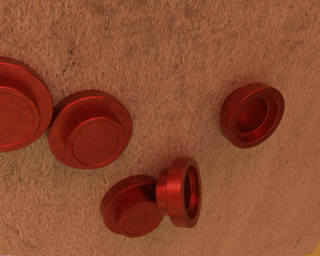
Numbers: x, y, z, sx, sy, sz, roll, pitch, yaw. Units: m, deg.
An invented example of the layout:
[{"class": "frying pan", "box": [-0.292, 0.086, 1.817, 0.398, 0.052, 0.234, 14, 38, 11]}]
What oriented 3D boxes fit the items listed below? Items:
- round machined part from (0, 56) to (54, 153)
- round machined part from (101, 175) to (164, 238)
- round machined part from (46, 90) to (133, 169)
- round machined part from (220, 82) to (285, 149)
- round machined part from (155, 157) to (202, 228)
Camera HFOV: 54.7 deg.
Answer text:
[{"class": "round machined part", "box": [-0.155, -0.016, 0.301, 0.099, 0.042, 0.097, -14, 124, -21]}, {"class": "round machined part", "box": [-0.033, 0.120, 0.452, 0.099, 0.042, 0.097, -14, 124, -21]}, {"class": "round machined part", "box": [-0.077, 0.009, 0.359, 0.099, 0.042, 0.097, -14, 124, -21]}, {"class": "round machined part", "box": [0.128, -0.022, 0.452, 0.099, 0.042, 0.097, -14, 124, -21]}, {"class": "round machined part", "box": [0.026, 0.091, 0.443, 0.042, 0.098, 0.098, -4, 132, 23]}]
